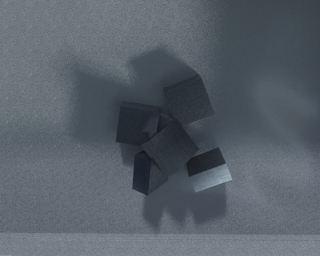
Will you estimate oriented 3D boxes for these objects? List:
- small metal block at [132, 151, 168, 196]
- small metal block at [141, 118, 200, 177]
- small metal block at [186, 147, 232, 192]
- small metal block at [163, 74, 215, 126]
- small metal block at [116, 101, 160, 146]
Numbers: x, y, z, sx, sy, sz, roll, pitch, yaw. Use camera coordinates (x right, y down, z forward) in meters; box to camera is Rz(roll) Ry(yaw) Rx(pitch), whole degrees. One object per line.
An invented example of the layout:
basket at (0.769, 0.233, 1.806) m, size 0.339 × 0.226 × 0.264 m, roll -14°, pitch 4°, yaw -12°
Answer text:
small metal block at (-0.010, 0.054, 0.415) m, size 0.025 × 0.050 × 0.050 m, roll 17°, pitch 113°, yaw 28°
small metal block at (0.013, 0.024, 0.388) m, size 0.050 × 0.050 × 0.025 m, roll 52°, pitch 143°, yaw -3°
small metal block at (0.065, 0.056, 0.420) m, size 0.050 × 0.050 × 0.025 m, roll -21°, pitch 109°, yaw 7°
small metal block at (0.037, -0.035, 0.399) m, size 0.050 × 0.025 × 0.050 m, roll -21°, pitch 109°, yaw 7°
small metal block at (-0.029, -0.005, 0.409) m, size 0.050 × 0.025 × 0.050 m, roll 9°, pitch 110°, yaw -4°
